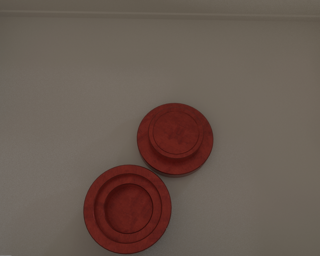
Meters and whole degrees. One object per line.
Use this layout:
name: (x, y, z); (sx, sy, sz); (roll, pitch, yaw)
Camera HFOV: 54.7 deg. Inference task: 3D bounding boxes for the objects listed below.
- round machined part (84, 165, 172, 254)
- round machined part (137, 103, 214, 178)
round machined part: (-0.036, 0.096, 0.365); (0.099, 0.042, 0.098); (0, 70, -1)
round machined part: (0.020, 0.012, 0.397); (0.099, 0.042, 0.098); (0, 70, -1)
